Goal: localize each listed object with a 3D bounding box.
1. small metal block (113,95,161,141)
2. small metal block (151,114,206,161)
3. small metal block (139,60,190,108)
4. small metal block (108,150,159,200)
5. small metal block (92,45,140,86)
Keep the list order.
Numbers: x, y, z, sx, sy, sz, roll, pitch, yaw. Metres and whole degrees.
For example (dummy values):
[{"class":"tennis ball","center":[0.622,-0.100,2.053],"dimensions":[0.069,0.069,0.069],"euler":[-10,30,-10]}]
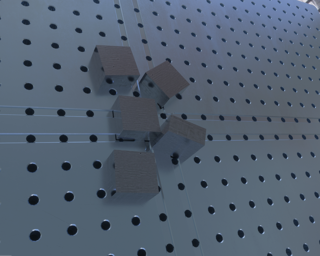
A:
[{"class":"small metal block","center":[-0.031,-0.012,0.401],"dimensions":[0.050,0.025,0.050],"euler":[4,60,-27]},{"class":"small metal block","center":[0.024,0.014,0.398],"dimensions":[0.050,0.050,0.025],"euler":[22,54,-16]},{"class":"small metal block","center":[0.007,-0.065,0.453],"dimensions":[0.050,0.025,0.050],"euler":[48,51,5]},{"class":"small metal block","center":[-0.032,0.055,0.359],"dimensions":[0.050,0.025,0.050],"euler":[7,59,-25]},{"class":"small metal block","center":[-0.062,-0.086,0.429],"dimensions":[0.050,0.025,0.050],"euler":[-6,65,-31]}]
